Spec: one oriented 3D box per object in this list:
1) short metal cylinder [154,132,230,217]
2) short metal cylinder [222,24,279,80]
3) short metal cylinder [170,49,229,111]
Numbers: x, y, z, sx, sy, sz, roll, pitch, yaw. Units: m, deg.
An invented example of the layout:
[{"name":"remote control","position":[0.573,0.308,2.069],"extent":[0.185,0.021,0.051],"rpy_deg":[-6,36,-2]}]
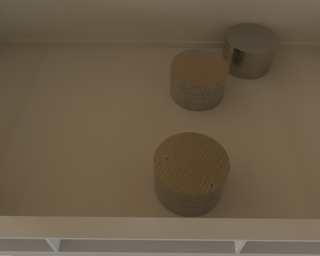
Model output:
[{"name":"short metal cylinder","position":[0.033,0.051,0.346],"extent":[0.081,0.050,0.080],"rpy_deg":[0,50,0]},{"name":"short metal cylinder","position":[0.141,-0.122,0.494],"extent":[0.081,0.050,0.080],"rpy_deg":[0,50,0]},{"name":"short metal cylinder","position":[0.055,-0.070,0.449],"extent":[0.081,0.050,0.080],"rpy_deg":[0,50,0]}]
